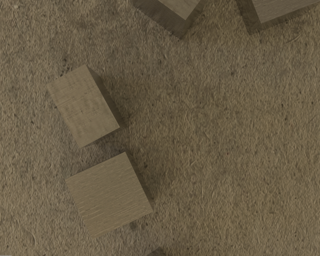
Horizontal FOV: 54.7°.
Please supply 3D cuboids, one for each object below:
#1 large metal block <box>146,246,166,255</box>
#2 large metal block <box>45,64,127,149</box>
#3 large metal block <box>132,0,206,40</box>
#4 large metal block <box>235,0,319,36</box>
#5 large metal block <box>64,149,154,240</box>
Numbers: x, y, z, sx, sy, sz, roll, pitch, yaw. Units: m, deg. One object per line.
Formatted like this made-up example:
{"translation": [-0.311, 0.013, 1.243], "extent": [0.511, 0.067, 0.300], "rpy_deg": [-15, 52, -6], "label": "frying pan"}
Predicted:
{"translation": [-0.011, 0.217, 0.397], "extent": [0.080, 0.050, 0.080], "rpy_deg": [-34, 90, 0], "label": "large metal block"}
{"translation": [-0.085, -0.024, 0.382], "extent": [0.050, 0.080, 0.080], "rpy_deg": [-29, 90, 0], "label": "large metal block"}
{"translation": [0.011, -0.163, 0.382], "extent": [0.080, 0.080, 0.050], "rpy_deg": [36, 90, 0], "label": "large metal block"}
{"translation": [0.145, -0.177, 0.398], "extent": [0.080, 0.050, 0.080], "rpy_deg": [-21, 90, 0], "label": "large metal block"}
{"translation": [-0.061, 0.081, 0.397], "extent": [0.080, 0.050, 0.080], "rpy_deg": [-25, 90, 0], "label": "large metal block"}
